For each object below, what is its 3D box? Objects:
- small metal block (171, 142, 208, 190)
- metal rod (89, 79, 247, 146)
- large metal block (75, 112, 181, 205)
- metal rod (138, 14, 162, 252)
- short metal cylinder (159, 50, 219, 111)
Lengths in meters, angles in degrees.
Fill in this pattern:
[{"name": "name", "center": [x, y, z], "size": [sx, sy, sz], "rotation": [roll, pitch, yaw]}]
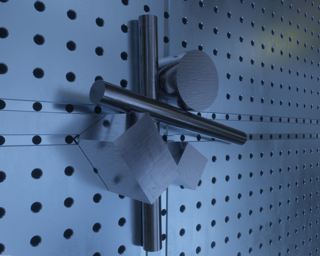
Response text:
[{"name": "small metal block", "center": [0.037, 0.054, 0.443], "size": [0.050, 0.025, 0.050], "rotation": [41, 65, -33]}, {"name": "metal rod", "center": [0.037, -0.009, 0.418], "size": [0.302, 0.025, 0.025], "rotation": [15, 80, -47]}, {"name": "large metal block", "center": [-0.036, 0.031, 0.343], "size": [0.050, 0.080, 0.080], "rotation": [-42, 116, -32]}, {"name": "metal rod", "center": [-0.013, 0.007, 0.401], "size": [0.025, 0.025, 0.298], "rotation": [-2, 92, -40]}, {"name": "short metal cylinder", "center": [0.035, -0.062, 0.424], "size": [0.081, 0.050, 0.079], "rotation": [0, 90, -40]}]
